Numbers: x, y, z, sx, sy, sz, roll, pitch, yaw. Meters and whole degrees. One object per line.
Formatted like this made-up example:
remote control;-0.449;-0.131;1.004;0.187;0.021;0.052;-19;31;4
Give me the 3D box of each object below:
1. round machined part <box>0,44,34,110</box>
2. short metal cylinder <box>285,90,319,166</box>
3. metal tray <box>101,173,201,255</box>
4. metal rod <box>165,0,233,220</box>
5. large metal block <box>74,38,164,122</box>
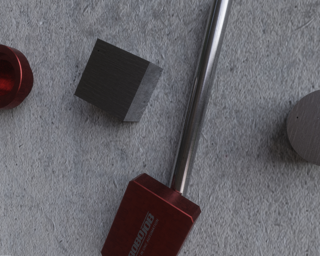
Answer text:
round machined part;-0.239;-0.077;0.482;0.098;0.042;0.097;0;90;19
short metal cylinder;0.179;0.000;0.333;0.080;0.050;0.079;0;90;19
metal tray;-0.015;0.134;0.396;0.090;0.030;0.129;29;112;17
metal rod;0.046;-0.020;0.392;0.025;0.025;0.298;14;95;19
large metal block;-0.054;-0.062;0.414;0.080;0.050;0.080;28;99;17
